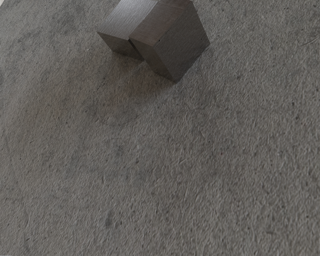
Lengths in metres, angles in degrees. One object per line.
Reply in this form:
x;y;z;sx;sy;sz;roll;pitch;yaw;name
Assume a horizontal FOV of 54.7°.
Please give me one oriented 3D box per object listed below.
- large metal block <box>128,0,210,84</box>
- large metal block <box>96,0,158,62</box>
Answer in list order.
0.016;-0.124;0.436;0.050;0.080;0.080;33;80;38;large metal block
-0.043;-0.165;0.512;0.080;0.050;0.080;27;76;37;large metal block
